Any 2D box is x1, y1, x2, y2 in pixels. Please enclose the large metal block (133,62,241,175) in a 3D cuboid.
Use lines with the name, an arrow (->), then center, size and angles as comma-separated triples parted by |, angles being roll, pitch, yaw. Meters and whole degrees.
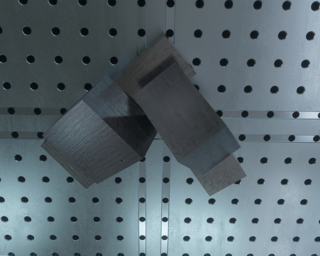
large metal block -> 0.029, -0.005, 0.307 | 0.050, 0.080, 0.080 | -38, 64, 8

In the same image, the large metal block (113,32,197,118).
large metal block -> -0.009, -0.063, 0.359 | 0.080, 0.080, 0.050 | -40, 106, 13

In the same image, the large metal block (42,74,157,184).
large metal block -> -0.062, 0.004, 0.331 | 0.080, 0.050, 0.080 | -32, 109, 37

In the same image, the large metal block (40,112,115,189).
large metal block -> -0.090, 0.018, 0.405 | 0.080, 0.050, 0.080 | -38, 106, 12

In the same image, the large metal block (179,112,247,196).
large metal block -> 0.058, 0.024, 0.392 | 0.050, 0.080, 0.080 | -32, 107, 11
